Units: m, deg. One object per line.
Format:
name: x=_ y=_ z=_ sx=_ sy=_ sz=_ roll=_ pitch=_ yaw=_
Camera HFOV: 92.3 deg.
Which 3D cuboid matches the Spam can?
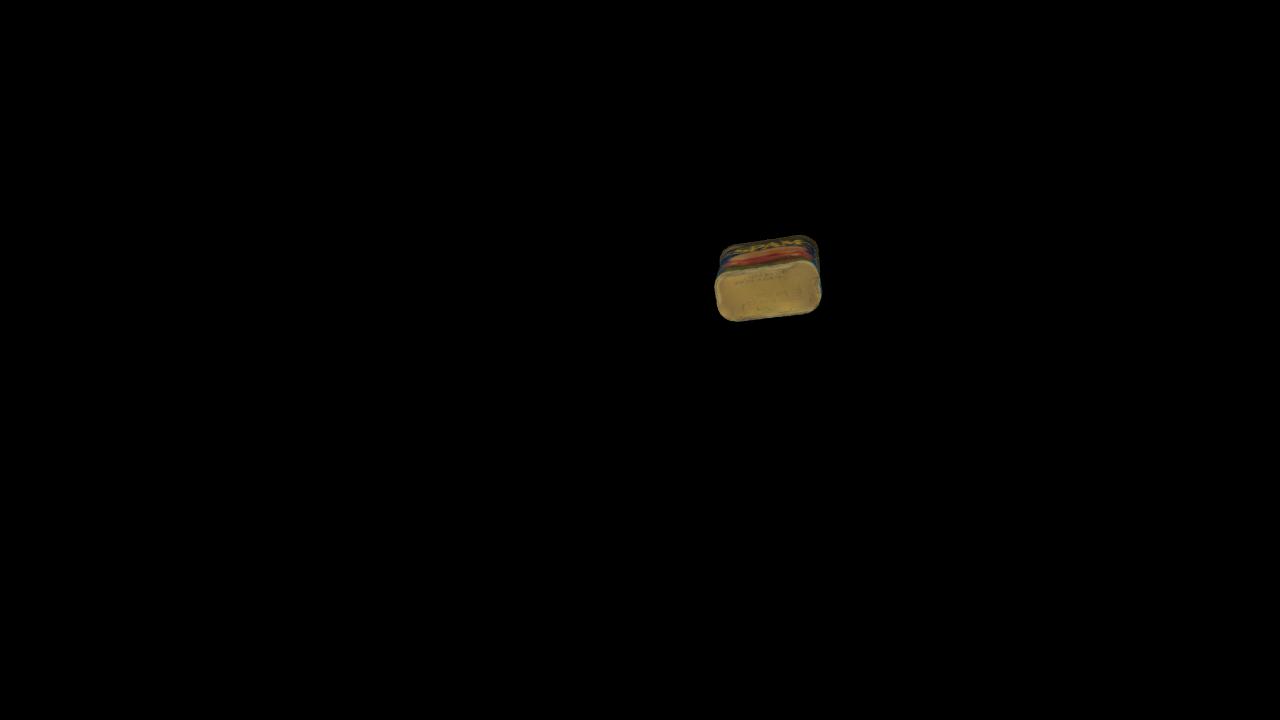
Spam can: x=0.126 y=-0.080 z=0.605 sx=0.101 sy=0.058 sz=0.085 roll=-6 pitch=24 yaw=17
